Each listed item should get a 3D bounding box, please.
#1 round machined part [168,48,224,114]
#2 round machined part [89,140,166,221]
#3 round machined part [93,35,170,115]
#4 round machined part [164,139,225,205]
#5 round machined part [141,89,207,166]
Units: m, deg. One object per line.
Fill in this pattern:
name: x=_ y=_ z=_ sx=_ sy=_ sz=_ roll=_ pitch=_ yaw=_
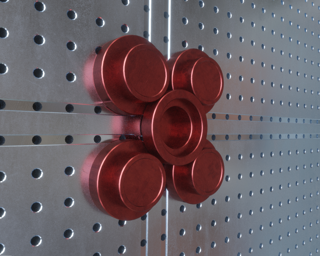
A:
round machined part: x=0.054 y=-0.065 z=0.445 sx=0.099 sy=0.042 sz=0.097 roll=0 pitch=90 yaw=-40
round machined part: x=-0.031 y=0.063 z=0.374 sx=0.099 sy=0.042 sz=0.097 roll=0 pitch=90 yaw=-40
round machined part: x=-0.027 y=-0.064 z=0.376 sx=0.099 sy=0.042 sz=0.097 roll=0 pitch=90 yaw=-40
round machined part: x=0.055 y=0.061 z=0.446 sx=0.099 sy=0.042 sz=0.097 roll=0 pitch=90 yaw=-40
round machined part: x=0.015 y=-0.001 z=0.410 sx=0.099 sy=0.042 sz=0.097 roll=0 pitch=90 yaw=-40
